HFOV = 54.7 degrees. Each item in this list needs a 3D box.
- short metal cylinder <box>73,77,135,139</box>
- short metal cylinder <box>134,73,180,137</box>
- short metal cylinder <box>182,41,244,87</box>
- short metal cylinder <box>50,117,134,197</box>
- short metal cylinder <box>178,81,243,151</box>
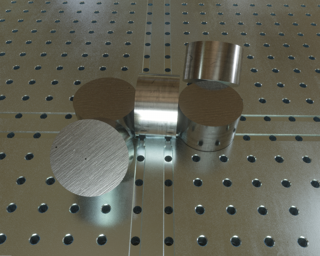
[{"bbox_3d":[-0.069,-0.021,0.407,0.081,0.050,0.080,0,50,0],"label":"short metal cylinder"},{"bbox_3d":[-0.002,-0.029,0.396,0.050,0.080,0.080,4,50,3],"label":"short metal cylinder"},{"bbox_3d":[0.075,-0.088,0.438,0.080,0.080,0.050,7,92,5],"label":"short metal cylinder"},{"bbox_3d":[-0.071,0.029,0.339,0.081,0.050,0.079,0,94,1],"label":"short metal cylinder"},{"bbox_3d":[0.063,-0.016,0.405,0.081,0.050,0.080,0,50,0],"label":"short metal cylinder"}]
